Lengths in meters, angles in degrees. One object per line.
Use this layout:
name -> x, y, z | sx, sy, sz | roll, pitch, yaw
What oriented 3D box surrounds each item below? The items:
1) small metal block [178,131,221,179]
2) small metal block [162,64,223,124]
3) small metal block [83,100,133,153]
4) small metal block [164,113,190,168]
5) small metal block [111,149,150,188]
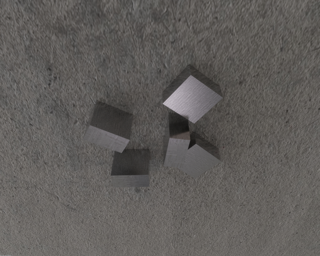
small metal block -> 0.049, 0.039, 0.441 | 0.050, 0.025, 0.050 | 35, 122, -26
small metal block -> 0.038, -0.040, 0.373 | 0.050, 0.025, 0.050 | 31, 124, -24
small metal block -> -0.064, -0.002, 0.388 | 0.050, 0.050, 0.025 | 22, 127, -18
small metal block -> 0.020, 0.016, 0.404 | 0.025, 0.050, 0.050 | 6, 130, -5
small metal block -> -0.040, 0.056, 0.438 | 0.050, 0.050, 0.025 | -1, 130, 1
